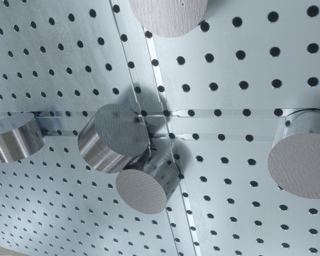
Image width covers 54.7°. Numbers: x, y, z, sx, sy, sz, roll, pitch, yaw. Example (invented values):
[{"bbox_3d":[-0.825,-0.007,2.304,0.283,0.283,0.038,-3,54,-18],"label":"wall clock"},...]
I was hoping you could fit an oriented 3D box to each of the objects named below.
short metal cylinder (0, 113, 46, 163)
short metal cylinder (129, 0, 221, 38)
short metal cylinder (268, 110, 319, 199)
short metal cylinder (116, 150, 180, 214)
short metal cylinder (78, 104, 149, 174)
[{"bbox_3d":[-0.238,0.014,0.510,0.080,0.080,0.050,1,119,28],"label":"short metal cylinder"},{"bbox_3d":[0.016,-0.135,0.303,0.080,0.050,0.079,13,124,21],"label":"short metal cylinder"},{"bbox_3d":[0.160,0.028,0.328,0.080,0.050,0.079,13,124,21],"label":"short metal cylinder"},{"bbox_3d":[-0.017,0.079,0.453,0.080,0.050,0.079,13,124,21],"label":"short metal cylinder"},{"bbox_3d":[-0.063,0.014,0.418,0.080,0.080,0.050,45,129,-3],"label":"short metal cylinder"}]
